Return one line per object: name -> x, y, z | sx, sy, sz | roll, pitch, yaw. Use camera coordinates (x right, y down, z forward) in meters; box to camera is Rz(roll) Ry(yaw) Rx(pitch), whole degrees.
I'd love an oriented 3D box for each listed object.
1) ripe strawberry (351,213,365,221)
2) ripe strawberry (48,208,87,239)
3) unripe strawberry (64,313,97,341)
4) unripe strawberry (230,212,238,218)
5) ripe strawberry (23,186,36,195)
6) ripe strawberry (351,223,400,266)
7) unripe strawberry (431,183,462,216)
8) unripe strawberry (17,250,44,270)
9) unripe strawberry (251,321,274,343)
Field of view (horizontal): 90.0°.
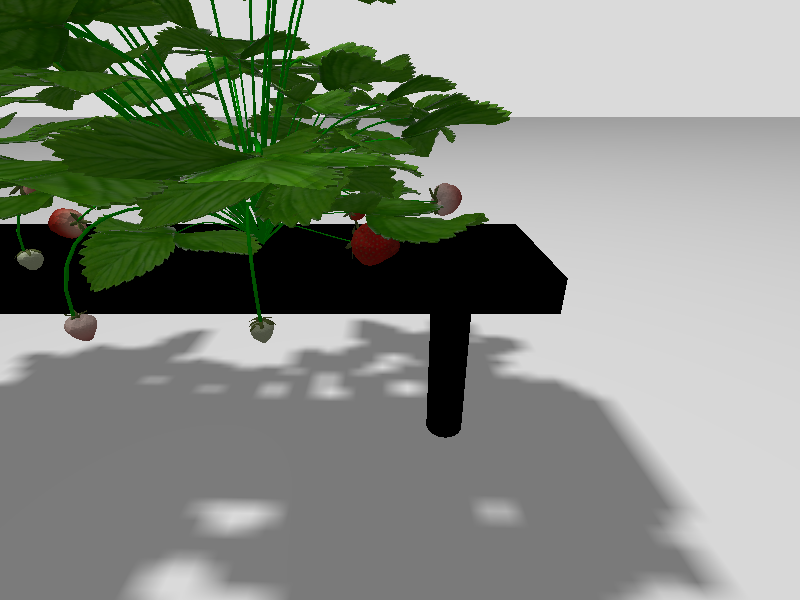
ripe strawberry -> -0.045, -0.098, 0.433 | 0.020, 0.023, 0.022 | 23, 34, 39
ripe strawberry -> -0.315, -0.072, 0.377 | 0.030, 0.029, 0.027 | -6, 25, 9
unripe strawberry -> -0.171, 0.015, 0.216 | 0.014, 0.015, 0.015 | 7, 27, 14
unripe strawberry -> -0.181, -0.093, 0.439 | 0.009, 0.010, 0.010 | -17, 31, -30
ripe strawberry -> -0.480, -0.156, 0.530 | 0.036, 0.041, 0.040 | 12, 28, 23
ripe strawberry -> -0.018, -0.043, 0.308 | 0.035, 0.034, 0.038 | 13, 29, 24
unripe strawberry -> 0.053, -0.113, 0.448 | 0.035, 0.036, 0.032 | -14, 29, -27
unripe strawberry -> -0.284, -0.030, 0.309 | 0.015, 0.015, 0.014 | -9, 28, -18
unripe strawberry -> -0.071, 0.016, 0.208 | 0.012, 0.012, 0.012 | -8, 27, -15
